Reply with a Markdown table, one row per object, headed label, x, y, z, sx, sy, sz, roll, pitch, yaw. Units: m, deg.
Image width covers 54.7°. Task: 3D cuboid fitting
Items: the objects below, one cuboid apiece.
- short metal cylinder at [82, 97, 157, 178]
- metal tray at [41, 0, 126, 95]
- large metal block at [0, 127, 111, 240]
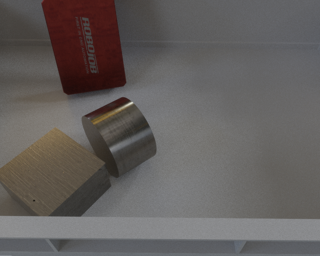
| label | x | y | z | sx | sy | sz | roll | pitch | yaw |
| --- | --- | --- | --- | --- | --- | --- | --- | --- | --- |
| short metal cylinder | -0.048 | 0.011 | 0.360 | 0.050 | 0.080 | 0.080 | -30 | 57 | -23 |
| metal tray | -0.102 | -0.117 | 0.433 | 0.091 | 0.129 | 0.030 | -10 | 28 | -9 |
| large metal block | -0.114 | 0.058 | 0.339 | 0.080 | 0.050 | 0.080 | 31 | 56 | 23 |
